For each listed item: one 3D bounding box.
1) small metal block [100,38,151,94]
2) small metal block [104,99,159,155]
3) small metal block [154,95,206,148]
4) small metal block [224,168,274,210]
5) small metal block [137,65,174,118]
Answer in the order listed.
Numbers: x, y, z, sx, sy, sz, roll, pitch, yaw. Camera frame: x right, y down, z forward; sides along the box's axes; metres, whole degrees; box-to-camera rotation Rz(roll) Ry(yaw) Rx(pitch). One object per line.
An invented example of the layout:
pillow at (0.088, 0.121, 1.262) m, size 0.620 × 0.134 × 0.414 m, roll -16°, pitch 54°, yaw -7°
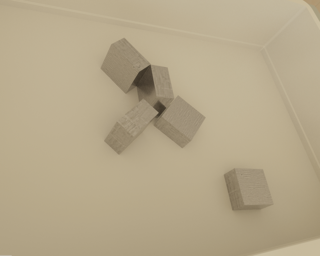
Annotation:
small metal block at (-0.047, -0.083, 0.416) m, size 0.050 × 0.050 × 0.025 m, roll 45°, pitch 51°, yaw 3°
small metal block at (-0.035, -0.001, 0.373) m, size 0.025 × 0.050 × 0.050 m, roll 43°, pitch 51°, yaw 1°
small metal block at (0.028, -0.009, 0.428) m, size 0.050 × 0.025 × 0.050 m, roll 39°, pitch 51°, yaw -3°
small metal block at (0.120, 0.083, 0.422) m, size 0.050 × 0.025 × 0.050 m, roll 6°, pitch 59°, yaw -26°
small metal block at (-0.008, -0.048, 0.417) m, size 0.025 × 0.050 × 0.050 m, roll 4°, pitch 60°, yaw -27°
